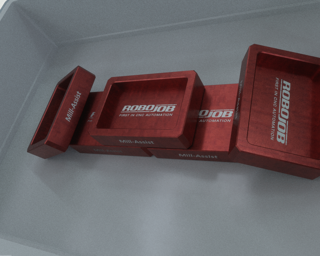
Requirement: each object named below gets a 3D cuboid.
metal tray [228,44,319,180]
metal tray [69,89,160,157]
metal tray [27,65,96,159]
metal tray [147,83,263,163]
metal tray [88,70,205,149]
[{"bbox_3d":[0.127,-0.020,0.322,0.090,0.030,0.130,13,65,3],"label":"metal tray"},{"bbox_3d":[-0.061,-0.009,0.439,0.130,0.030,0.090,0,62,28],"label":"metal tray"},{"bbox_3d":[-0.150,-0.022,0.470,0.090,0.030,0.130,-17,50,50],"label":"metal tray"},{"bbox_3d":[0.054,-0.007,0.378,0.130,0.030,0.090,0,62,28],"label":"metal tray"},{"bbox_3d":[-0.018,-0.023,0.385,0.130,0.030,0.090,1,61,28],"label":"metal tray"}]
